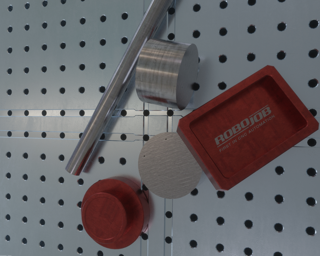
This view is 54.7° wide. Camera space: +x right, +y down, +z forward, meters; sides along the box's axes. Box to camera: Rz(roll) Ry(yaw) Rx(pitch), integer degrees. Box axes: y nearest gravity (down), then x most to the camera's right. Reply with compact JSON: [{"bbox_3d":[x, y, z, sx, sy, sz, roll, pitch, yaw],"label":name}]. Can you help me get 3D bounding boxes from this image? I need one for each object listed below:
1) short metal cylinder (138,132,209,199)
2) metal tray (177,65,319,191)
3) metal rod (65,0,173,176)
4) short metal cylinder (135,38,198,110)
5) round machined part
[{"bbox_3d":[0.019,0.045,0.392,0.080,0.050,0.080,0,90,20],"label":"short metal cylinder"},{"bbox_3d":[0.096,-0.001,0.348,0.131,0.030,0.090,-32,79,-8],"label":"metal tray"},{"bbox_3d":[-0.056,-0.065,0.432,0.025,0.025,0.299,32,100,17],"label":"metal rod"},{"bbox_3d":[0.011,-0.066,0.380,0.050,0.080,0.080,14,95,19],"label":"short metal cylinder"},{"bbox_3d":[-0.068,0.119,0.427,0.098,0.042,0.097,0,90,19],"label":"round machined part"}]
